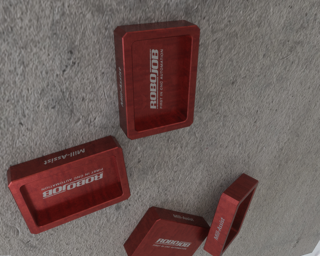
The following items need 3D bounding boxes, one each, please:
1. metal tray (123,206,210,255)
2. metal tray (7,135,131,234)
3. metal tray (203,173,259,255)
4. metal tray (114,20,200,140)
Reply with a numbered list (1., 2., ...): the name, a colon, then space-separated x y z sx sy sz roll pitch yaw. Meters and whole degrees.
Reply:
1. metal tray: 0.015 0.187 0.528 0.131 0.030 0.090 23 106 -37
2. metal tray: -0.108 0.070 0.387 0.131 0.030 0.089 -18 126 -18
3. metal tray: 0.124 0.153 0.541 0.091 0.030 0.129 -24 133 -49
4. metal tray: -0.003 -0.055 0.367 0.091 0.030 0.129 -13 124 -21
